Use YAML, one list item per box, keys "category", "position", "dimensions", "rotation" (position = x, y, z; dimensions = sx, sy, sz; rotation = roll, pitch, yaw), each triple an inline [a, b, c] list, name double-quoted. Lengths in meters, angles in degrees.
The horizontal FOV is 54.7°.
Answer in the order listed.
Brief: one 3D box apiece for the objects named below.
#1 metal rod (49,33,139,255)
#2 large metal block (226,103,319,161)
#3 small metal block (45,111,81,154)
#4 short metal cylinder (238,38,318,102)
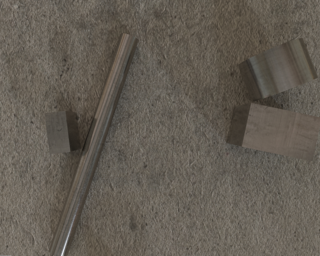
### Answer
- category: "metal rod"
  position: [-0.087, 0.022, 0.409]
  dimensions: [0.025, 0.025, 0.299]
  rotation: [18, 90, 0]
- category: "large metal block"
  position: [0.135, 0.004, 0.384]
  dimensions: [0.080, 0.080, 0.050]
  rotation: [12, 90, 0]
- category: "small metal block"
  position: [-0.123, 0.005, 0.396]
  dimensions: [0.025, 0.050, 0.050]
  rotation: [-7, 90, 0]
- category: "short metal cylinder"
  position: [0.144, -0.070, 0.384]
  dimensions: [0.080, 0.080, 0.050]
  rotation: [-21, 90, 0]
